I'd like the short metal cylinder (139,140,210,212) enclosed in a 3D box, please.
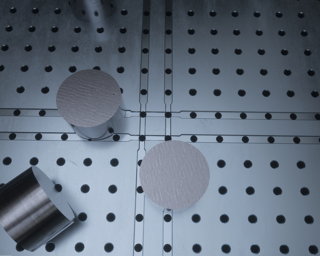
[{"bbox_3d":[0.017,0.060,0.377,0.081,0.050,0.080,0,70,0],"label":"short metal cylinder"}]

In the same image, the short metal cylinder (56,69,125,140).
[{"bbox_3d":[-0.089,-0.030,0.408,0.081,0.050,0.080,0,70,-1],"label":"short metal cylinder"}]

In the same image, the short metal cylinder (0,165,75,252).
[{"bbox_3d":[-0.141,0.089,0.348,0.050,0.080,0.080,-37,74,-12],"label":"short metal cylinder"}]

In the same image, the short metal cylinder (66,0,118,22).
[{"bbox_3d":[-0.107,-0.211,0.474,0.081,0.050,0.080,0,70,-1],"label":"short metal cylinder"}]
